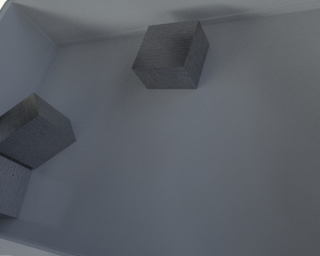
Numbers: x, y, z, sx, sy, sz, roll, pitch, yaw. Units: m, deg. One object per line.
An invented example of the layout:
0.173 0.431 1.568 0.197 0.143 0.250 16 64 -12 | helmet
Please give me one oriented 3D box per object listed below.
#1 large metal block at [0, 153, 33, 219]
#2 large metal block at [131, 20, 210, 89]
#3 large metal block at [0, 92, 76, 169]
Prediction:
-0.242 0.082 0.448 0.050 0.080 0.080 -10 58 23 | large metal block
0.017 -0.103 0.444 0.080 0.050 0.080 4 64 30 | large metal block
-0.189 0.007 0.466 0.080 0.080 0.050 -34 51 6 | large metal block
